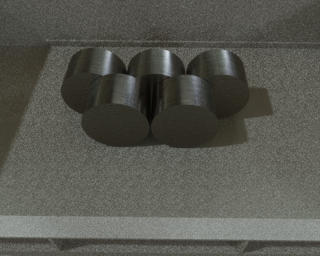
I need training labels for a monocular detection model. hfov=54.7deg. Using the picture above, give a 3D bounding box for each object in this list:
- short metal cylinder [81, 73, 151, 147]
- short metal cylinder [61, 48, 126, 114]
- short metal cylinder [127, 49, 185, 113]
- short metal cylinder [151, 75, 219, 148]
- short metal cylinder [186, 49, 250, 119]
[{"bbox_3d":[-0.052,-0.021,0.384,0.080,0.080,0.050,1,50,0],"label":"short metal cylinder"},{"bbox_3d":[-0.087,-0.060,0.417,0.080,0.080,0.050,1,50,0],"label":"short metal cylinder"},{"bbox_3d":[-0.006,-0.058,0.416,0.080,0.080,0.050,1,50,0],"label":"short metal cylinder"},{"bbox_3d":[0.030,-0.019,0.383,0.080,0.080,0.050,1,50,0],"label":"short metal cylinder"},{"bbox_3d":[0.075,-0.057,0.416,0.080,0.080,0.050,1,50,1],"label":"short metal cylinder"}]
